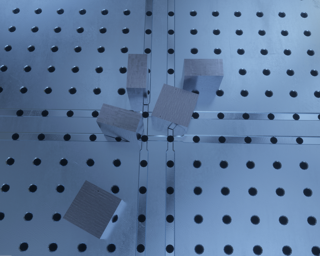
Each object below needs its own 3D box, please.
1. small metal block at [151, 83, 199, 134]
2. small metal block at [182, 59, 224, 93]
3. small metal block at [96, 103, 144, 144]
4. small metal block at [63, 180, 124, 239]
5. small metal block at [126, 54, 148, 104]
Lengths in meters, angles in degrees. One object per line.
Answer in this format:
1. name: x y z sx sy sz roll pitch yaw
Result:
1. small metal block: 0.021 -0.026 0.422 0.050 0.025 0.050 19 71 6
2. small metal block: 0.057 -0.070 0.425 0.050 0.050 0.025 0 70 0
3. small metal block: -0.049 -0.004 0.400 0.050 0.050 0.025 16 71 5
4. small metal block: -0.079 0.099 0.375 0.050 0.025 0.050 26 72 9
5. small metal block: -0.029 -0.066 0.422 0.025 0.050 0.050 1 70 0
